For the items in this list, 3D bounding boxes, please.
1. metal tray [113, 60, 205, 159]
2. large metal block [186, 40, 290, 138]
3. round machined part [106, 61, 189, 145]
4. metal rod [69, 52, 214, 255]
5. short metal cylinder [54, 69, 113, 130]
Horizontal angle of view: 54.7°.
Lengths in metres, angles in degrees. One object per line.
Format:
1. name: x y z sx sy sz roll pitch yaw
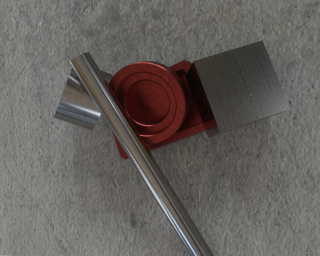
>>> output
1. metal tray: -0.003 -0.021 0.408 0.130 0.030 0.090 -22 83 18
2. large metal block: 0.084 -0.041 0.349 0.081 0.050 0.080 -18 83 -8
3. round machined part: -0.013 -0.032 0.379 0.098 0.042 0.097 4 106 14
4. metal rod: -0.014 0.048 0.368 0.025 0.025 0.299 -29 98 17
5. short metal cylinder: -0.101 -0.042 0.408 0.050 0.080 0.080 20 98 -18
